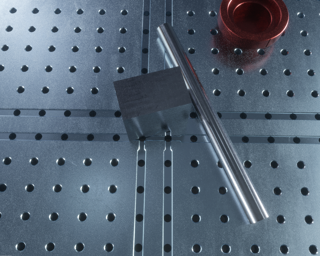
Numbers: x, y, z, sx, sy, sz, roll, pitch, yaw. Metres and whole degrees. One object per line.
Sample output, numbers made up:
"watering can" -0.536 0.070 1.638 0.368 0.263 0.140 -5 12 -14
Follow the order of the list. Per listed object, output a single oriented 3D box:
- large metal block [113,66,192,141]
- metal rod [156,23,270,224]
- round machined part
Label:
"large metal block" -0.009 -0.028 0.393 0.081 0.080 0.050 -15 71 -6
"metal rod" 0.063 -0.019 0.419 0.025 0.025 0.299 -21 72 -8
"round machined part" 0.135 -0.158 0.462 0.099 0.042 0.098 0 70 -1
